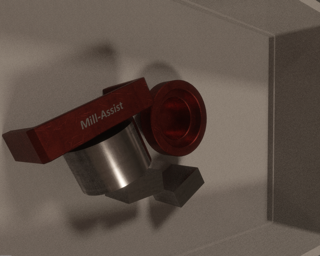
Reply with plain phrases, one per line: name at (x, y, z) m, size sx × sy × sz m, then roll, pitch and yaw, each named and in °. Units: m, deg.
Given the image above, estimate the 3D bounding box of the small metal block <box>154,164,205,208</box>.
small metal block at (0.022, 0.075, 0.411) m, size 0.050 × 0.050 × 0.025 m, roll -39°, pitch 114°, yaw -33°

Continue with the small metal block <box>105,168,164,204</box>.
small metal block at (-0.032, 0.065, 0.366) m, size 0.050 × 0.050 × 0.025 m, roll -12°, pitch 98°, yaw -40°

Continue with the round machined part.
round machined part at (0.013, -0.013, 0.409) m, size 0.099 × 0.042 × 0.097 m, roll 0°, pitch 90°, yaw -40°

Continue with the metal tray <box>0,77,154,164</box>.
metal tray at (-0.081, -0.010, 0.314) m, size 0.131 × 0.090 × 0.030 m, roll -32°, pitch 108°, yaw -37°

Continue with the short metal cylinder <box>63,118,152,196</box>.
short metal cylinder at (-0.056, 0.026, 0.326) m, size 0.081 × 0.080 × 0.050 m, roll -35°, pitch 112°, yaw -35°
